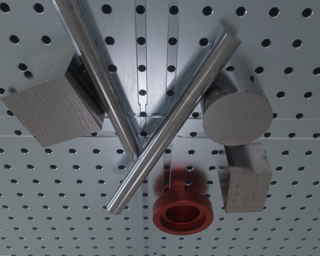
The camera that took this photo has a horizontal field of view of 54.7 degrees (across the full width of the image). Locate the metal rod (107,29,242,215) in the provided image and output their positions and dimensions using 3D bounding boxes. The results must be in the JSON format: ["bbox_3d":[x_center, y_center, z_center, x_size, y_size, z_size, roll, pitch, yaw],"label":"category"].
[{"bbox_3d":[0.004,0.011,0.399,0.025,0.025,0.298,23,120,-19],"label":"metal rod"}]

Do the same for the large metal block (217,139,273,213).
[{"bbox_3d":[0.112,0.059,0.428,0.050,0.080,0.079,-3,130,2],"label":"large metal block"}]

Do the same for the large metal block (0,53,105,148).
[{"bbox_3d":[-0.121,-0.031,0.368,0.080,0.050,0.080,-16,129,13],"label":"large metal block"}]

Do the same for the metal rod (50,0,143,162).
[{"bbox_3d":[-0.073,-0.070,0.351,0.025,0.025,0.299,-12,129,10],"label":"metal rod"}]

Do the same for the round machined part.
[{"bbox_3d":[0.037,0.134,0.515,0.099,0.042,0.097,0,130,0],"label":"round machined part"}]

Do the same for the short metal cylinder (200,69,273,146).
[{"bbox_3d":[0.089,-0.024,0.376,0.081,0.050,0.079,0,130,0],"label":"short metal cylinder"}]
